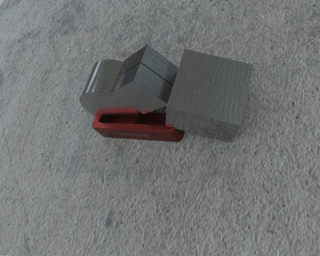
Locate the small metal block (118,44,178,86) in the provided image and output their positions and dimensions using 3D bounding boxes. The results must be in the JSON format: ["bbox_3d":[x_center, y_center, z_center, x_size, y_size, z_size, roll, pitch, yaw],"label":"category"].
[{"bbox_3d":[-0.013,-0.066,0.370,0.050,0.050,0.025,-17,49,51],"label":"small metal block"}]

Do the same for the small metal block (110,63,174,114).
[{"bbox_3d":[-0.021,-0.044,0.359,0.050,0.050,0.025,-17,49,51],"label":"small metal block"}]

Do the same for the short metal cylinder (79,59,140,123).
[{"bbox_3d":[-0.060,-0.046,0.413,0.080,0.080,0.050,1,63,29],"label":"short metal cylinder"}]

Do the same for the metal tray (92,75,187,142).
[{"bbox_3d":[-0.023,-0.030,0.433,0.130,0.030,0.090,2,63,29],"label":"metal tray"}]

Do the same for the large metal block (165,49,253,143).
[{"bbox_3d":[0.056,-0.037,0.364,0.080,0.050,0.080,15,67,6],"label":"large metal block"}]
